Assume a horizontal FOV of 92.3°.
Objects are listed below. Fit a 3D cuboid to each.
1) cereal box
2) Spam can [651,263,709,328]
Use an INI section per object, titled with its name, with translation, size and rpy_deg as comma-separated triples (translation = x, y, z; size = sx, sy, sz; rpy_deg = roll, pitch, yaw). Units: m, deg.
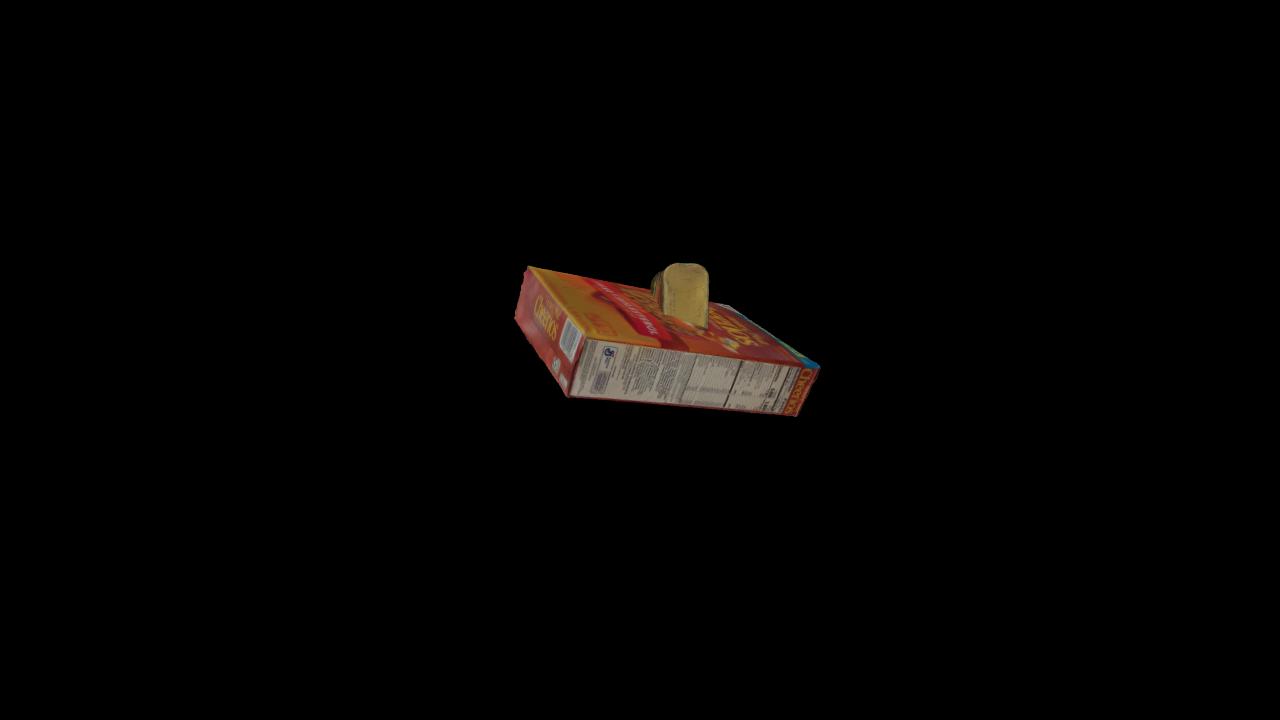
[cereal box]
translation = 0.029, -0.022, 0.719
size = 0.306, 0.081, 0.203
rpy_deg = 7, 23, -30
[Spam can]
translation = 0.046, -0.059, 0.719
size = 0.058, 0.101, 0.085
rpy_deg = 1, 0, -7
